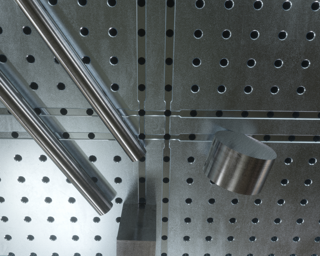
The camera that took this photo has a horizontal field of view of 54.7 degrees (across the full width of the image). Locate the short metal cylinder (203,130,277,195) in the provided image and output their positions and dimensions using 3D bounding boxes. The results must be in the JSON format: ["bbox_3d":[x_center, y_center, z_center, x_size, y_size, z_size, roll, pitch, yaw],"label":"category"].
[{"bbox_3d":[0.102,0.043,0.401,0.081,0.080,0.050,14,109,-6],"label":"short metal cylinder"}]

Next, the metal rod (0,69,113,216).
[{"bbox_3d":[-0.162,0.003,0.412,0.025,0.025,0.299,-32,108,11],"label":"metal rod"}]

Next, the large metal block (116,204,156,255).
[{"bbox_3d":[-0.033,0.167,0.445,0.050,0.080,0.079,3,110,-2],"label":"large metal block"}]

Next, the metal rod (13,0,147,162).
[{"bbox_3d":[-0.109,-0.080,0.382,0.025,0.025,0.299,-31,108,10],"label":"metal rod"}]
